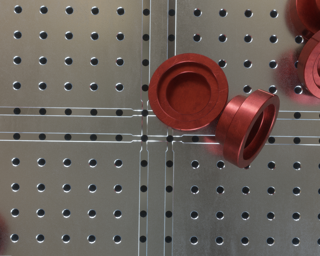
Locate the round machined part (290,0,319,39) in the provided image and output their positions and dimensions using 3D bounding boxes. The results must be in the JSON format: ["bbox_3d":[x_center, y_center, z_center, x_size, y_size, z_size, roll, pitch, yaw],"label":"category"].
[{"bbox_3d":[0.228,-0.164,0.406,0.099,0.042,0.097,0,90,0],"label":"round machined part"}]

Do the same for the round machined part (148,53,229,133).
[{"bbox_3d":[0.037,-0.042,0.398,0.098,0.042,0.098,-2,81,11],"label":"round machined part"}]

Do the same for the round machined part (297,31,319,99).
[{"bbox_3d":[0.223,-0.086,0.392,0.099,0.042,0.097,-1,121,-1],"label":"round machined part"}]

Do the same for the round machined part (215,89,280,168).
[{"bbox_3d":[0.105,-0.003,0.385,0.042,0.098,0.098,29,90,31],"label":"round machined part"}]
